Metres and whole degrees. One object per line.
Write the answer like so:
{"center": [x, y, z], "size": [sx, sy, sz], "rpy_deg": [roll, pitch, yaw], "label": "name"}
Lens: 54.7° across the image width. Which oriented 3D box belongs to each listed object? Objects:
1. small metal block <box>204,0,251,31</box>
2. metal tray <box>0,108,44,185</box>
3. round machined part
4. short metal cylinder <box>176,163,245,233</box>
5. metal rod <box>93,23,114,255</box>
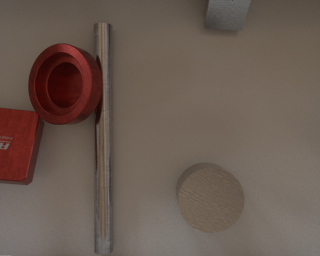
{"center": [0.085, -0.155, 0.397], "size": [0.050, 0.050, 0.025], "rpy_deg": [3, 54, -1], "label": "small metal block"}
{"center": [-0.222, 0.019, 0.385], "size": [0.131, 0.030, 0.090], "rpy_deg": [6, 70, -7], "label": "metal tray"}
{"center": [-0.113, -0.053, 0.389], "size": [0.098, 0.042, 0.097], "rpy_deg": [0, 90, 24], "label": "round machined part"}
{"center": [0.062, 0.087, 0.400], "size": [0.081, 0.050, 0.079], "rpy_deg": [0, 90, -1], "label": "short metal cylinder"}
{"center": [-0.075, 0.014, 0.410], "size": [0.025, 0.025, 0.298], "rpy_deg": [0, 90, -1], "label": "metal rod"}
